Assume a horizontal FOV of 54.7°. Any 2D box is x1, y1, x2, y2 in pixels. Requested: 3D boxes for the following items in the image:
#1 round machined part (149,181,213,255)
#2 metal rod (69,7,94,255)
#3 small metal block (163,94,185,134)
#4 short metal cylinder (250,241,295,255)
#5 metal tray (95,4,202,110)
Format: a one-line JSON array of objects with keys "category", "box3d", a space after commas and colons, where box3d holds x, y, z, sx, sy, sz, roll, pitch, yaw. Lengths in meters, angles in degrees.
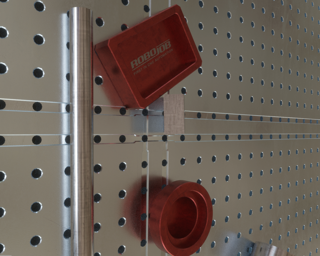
[{"category": "round machined part", "box3d": [0.024, 0.120, 0.421, 0.099, 0.042, 0.097, 0, 90, -40]}, {"category": "metal rod", "box3d": [-0.085, 0.022, 0.338, 0.025, 0.025, 0.298, 0, 90, -40]}, {"category": "small metal block", "box3d": [0.020, -0.018, 0.410, 0.050, 0.025, 0.050, -18, 107, -84]}, {"category": "short metal cylinder", "box3d": [0.199, 0.241, 0.544, 0.080, 0.080, 0.050, 42, 65, -33]}, {"category": "metal tray", "box3d": [-0.008, -0.093, 0.400, 0.131, 0.030, 0.090, -40, 115, -33]}]
